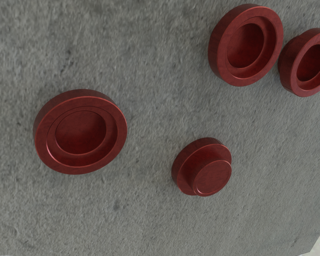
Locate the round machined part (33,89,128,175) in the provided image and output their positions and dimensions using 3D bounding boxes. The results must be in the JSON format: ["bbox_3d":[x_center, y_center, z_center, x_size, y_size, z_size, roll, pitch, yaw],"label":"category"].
[{"bbox_3d":[-0.090,0.001,0.348,0.099,0.042,0.097,-14,125,-21],"label":"round machined part"}]

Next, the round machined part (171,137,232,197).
[{"bbox_3d":[0.071,0.067,0.478,0.099,0.042,0.097,-14,125,-21],"label":"round machined part"}]

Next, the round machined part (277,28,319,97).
[{"bbox_3d":[0.214,-0.098,0.455,0.099,0.042,0.097,-14,125,-21],"label":"round machined part"}]

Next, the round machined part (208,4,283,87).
[{"bbox_3d":[0.102,-0.105,0.388,0.099,0.042,0.097,-14,125,-21],"label":"round machined part"}]
